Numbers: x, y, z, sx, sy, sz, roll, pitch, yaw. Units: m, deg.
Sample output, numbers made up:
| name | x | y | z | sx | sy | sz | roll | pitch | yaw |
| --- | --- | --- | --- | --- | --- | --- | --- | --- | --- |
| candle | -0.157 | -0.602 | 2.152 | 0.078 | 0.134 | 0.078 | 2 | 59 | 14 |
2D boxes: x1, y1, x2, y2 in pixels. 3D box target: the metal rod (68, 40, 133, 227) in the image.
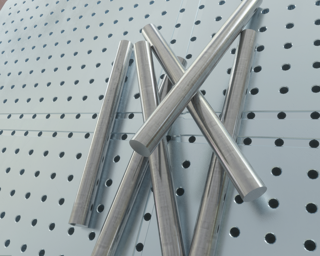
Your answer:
| name | x | y | z | sx | sy | sz | roll | pitch | yaw |
| --- | --- | --- | --- | --- | --- | --- | --- | --- | --- |
| metal rod | -0.080 | -0.009 | 0.457 | 0.025 | 0.025 | 0.300 | -5 | 59 | 26 |

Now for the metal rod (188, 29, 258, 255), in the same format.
| name | x | y | z | sx | sy | sz | roll | pitch | yaw |
| --- | --- | --- | --- | --- | --- | --- | --- | --- | --- |
| metal rod | 0.079 | 0.006 | 0.363 | 0.025 | 0.025 | 0.300 | 3 | 63 | 30 |

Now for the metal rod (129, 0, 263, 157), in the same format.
| name | x | y | z | sx | sy | sz | roll | pitch | yaw |
| --- | --- | --- | --- | --- | --- | --- | --- | --- | --- |
| metal rod | 0.059 | -0.084 | 0.379 | 0.025 | 0.025 | 0.301 | 15 | 53 | 34 |

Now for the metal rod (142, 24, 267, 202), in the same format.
| name | x | y | z | sx | sy | sz | roll | pitch | yaw |
| --- | --- | --- | --- | --- | --- | --- | --- | --- | --- |
| metal rod | 0.036 | -0.043 | 0.382 | 0.025 | 0.025 | 0.300 | -32 | 51 | 7 |

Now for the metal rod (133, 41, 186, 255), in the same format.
| name | x | y | z | sx | sy | sz | roll | pitch | yaw |
| --- | --- | --- | --- | --- | --- | --- | --- | --- | --- |
| metal rod | -0.004 | 0.016 | 0.376 | 0.025 | 0.025 | 0.299 | -18 | 62 | 18 |

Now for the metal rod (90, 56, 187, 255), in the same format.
| name | x | y | z | sx | sy | sz | roll | pitch | yaw |
| --- | --- | --- | --- | --- | --- | --- | --- | --- | --- |
| metal rod | -0.022 | 0.033 | 0.400 | 0.025 | 0.025 | 0.300 | 8 | 65 | 31 |
